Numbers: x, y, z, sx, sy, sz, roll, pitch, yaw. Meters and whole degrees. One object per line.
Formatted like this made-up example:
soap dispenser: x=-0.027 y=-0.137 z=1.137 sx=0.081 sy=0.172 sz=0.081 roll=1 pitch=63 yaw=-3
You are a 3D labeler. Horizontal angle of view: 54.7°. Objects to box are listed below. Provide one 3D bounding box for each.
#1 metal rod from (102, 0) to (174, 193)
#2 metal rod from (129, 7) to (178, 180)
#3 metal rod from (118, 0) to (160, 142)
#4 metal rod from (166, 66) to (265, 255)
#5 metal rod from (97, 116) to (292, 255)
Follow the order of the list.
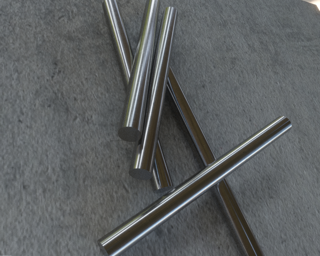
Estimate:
metal rod: x=-0.036 y=-0.059 z=0.421 sx=0.025 sy=0.025 sz=0.299 roll=-3 pitch=63 yaw=-30
metal rod: x=-0.002 y=-0.069 z=0.416 sx=0.025 sy=0.025 sz=0.300 roll=22 pitch=51 yaw=-16
metal rod: x=-0.022 y=-0.103 z=0.429 sx=0.025 sy=0.025 sz=0.300 roll=21 pitch=45 yaw=-16
metal rod: x=0.062 y=0.041 z=0.414 sx=0.025 sy=0.025 sz=0.299 roll=-11 pitch=68 yaw=-33
metal rod: x=0.062 y=0.057 z=0.374 sx=0.302 sy=0.025 sz=0.025 roll=-29 pitch=78 yaw=-29
